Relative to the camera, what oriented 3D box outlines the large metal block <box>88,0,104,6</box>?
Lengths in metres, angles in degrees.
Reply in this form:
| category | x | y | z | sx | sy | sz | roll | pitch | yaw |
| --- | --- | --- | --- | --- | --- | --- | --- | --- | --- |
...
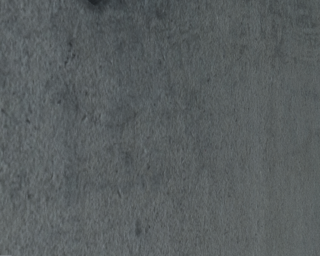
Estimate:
| category | x | y | z | sx | sy | sz | roll | pitch | yaw |
| --- | --- | --- | --- | --- | --- | --- | --- | --- | --- |
| large metal block | -0.069 | -0.181 | 0.312 | 0.080 | 0.080 | 0.050 | 33 | 69 | -36 |
